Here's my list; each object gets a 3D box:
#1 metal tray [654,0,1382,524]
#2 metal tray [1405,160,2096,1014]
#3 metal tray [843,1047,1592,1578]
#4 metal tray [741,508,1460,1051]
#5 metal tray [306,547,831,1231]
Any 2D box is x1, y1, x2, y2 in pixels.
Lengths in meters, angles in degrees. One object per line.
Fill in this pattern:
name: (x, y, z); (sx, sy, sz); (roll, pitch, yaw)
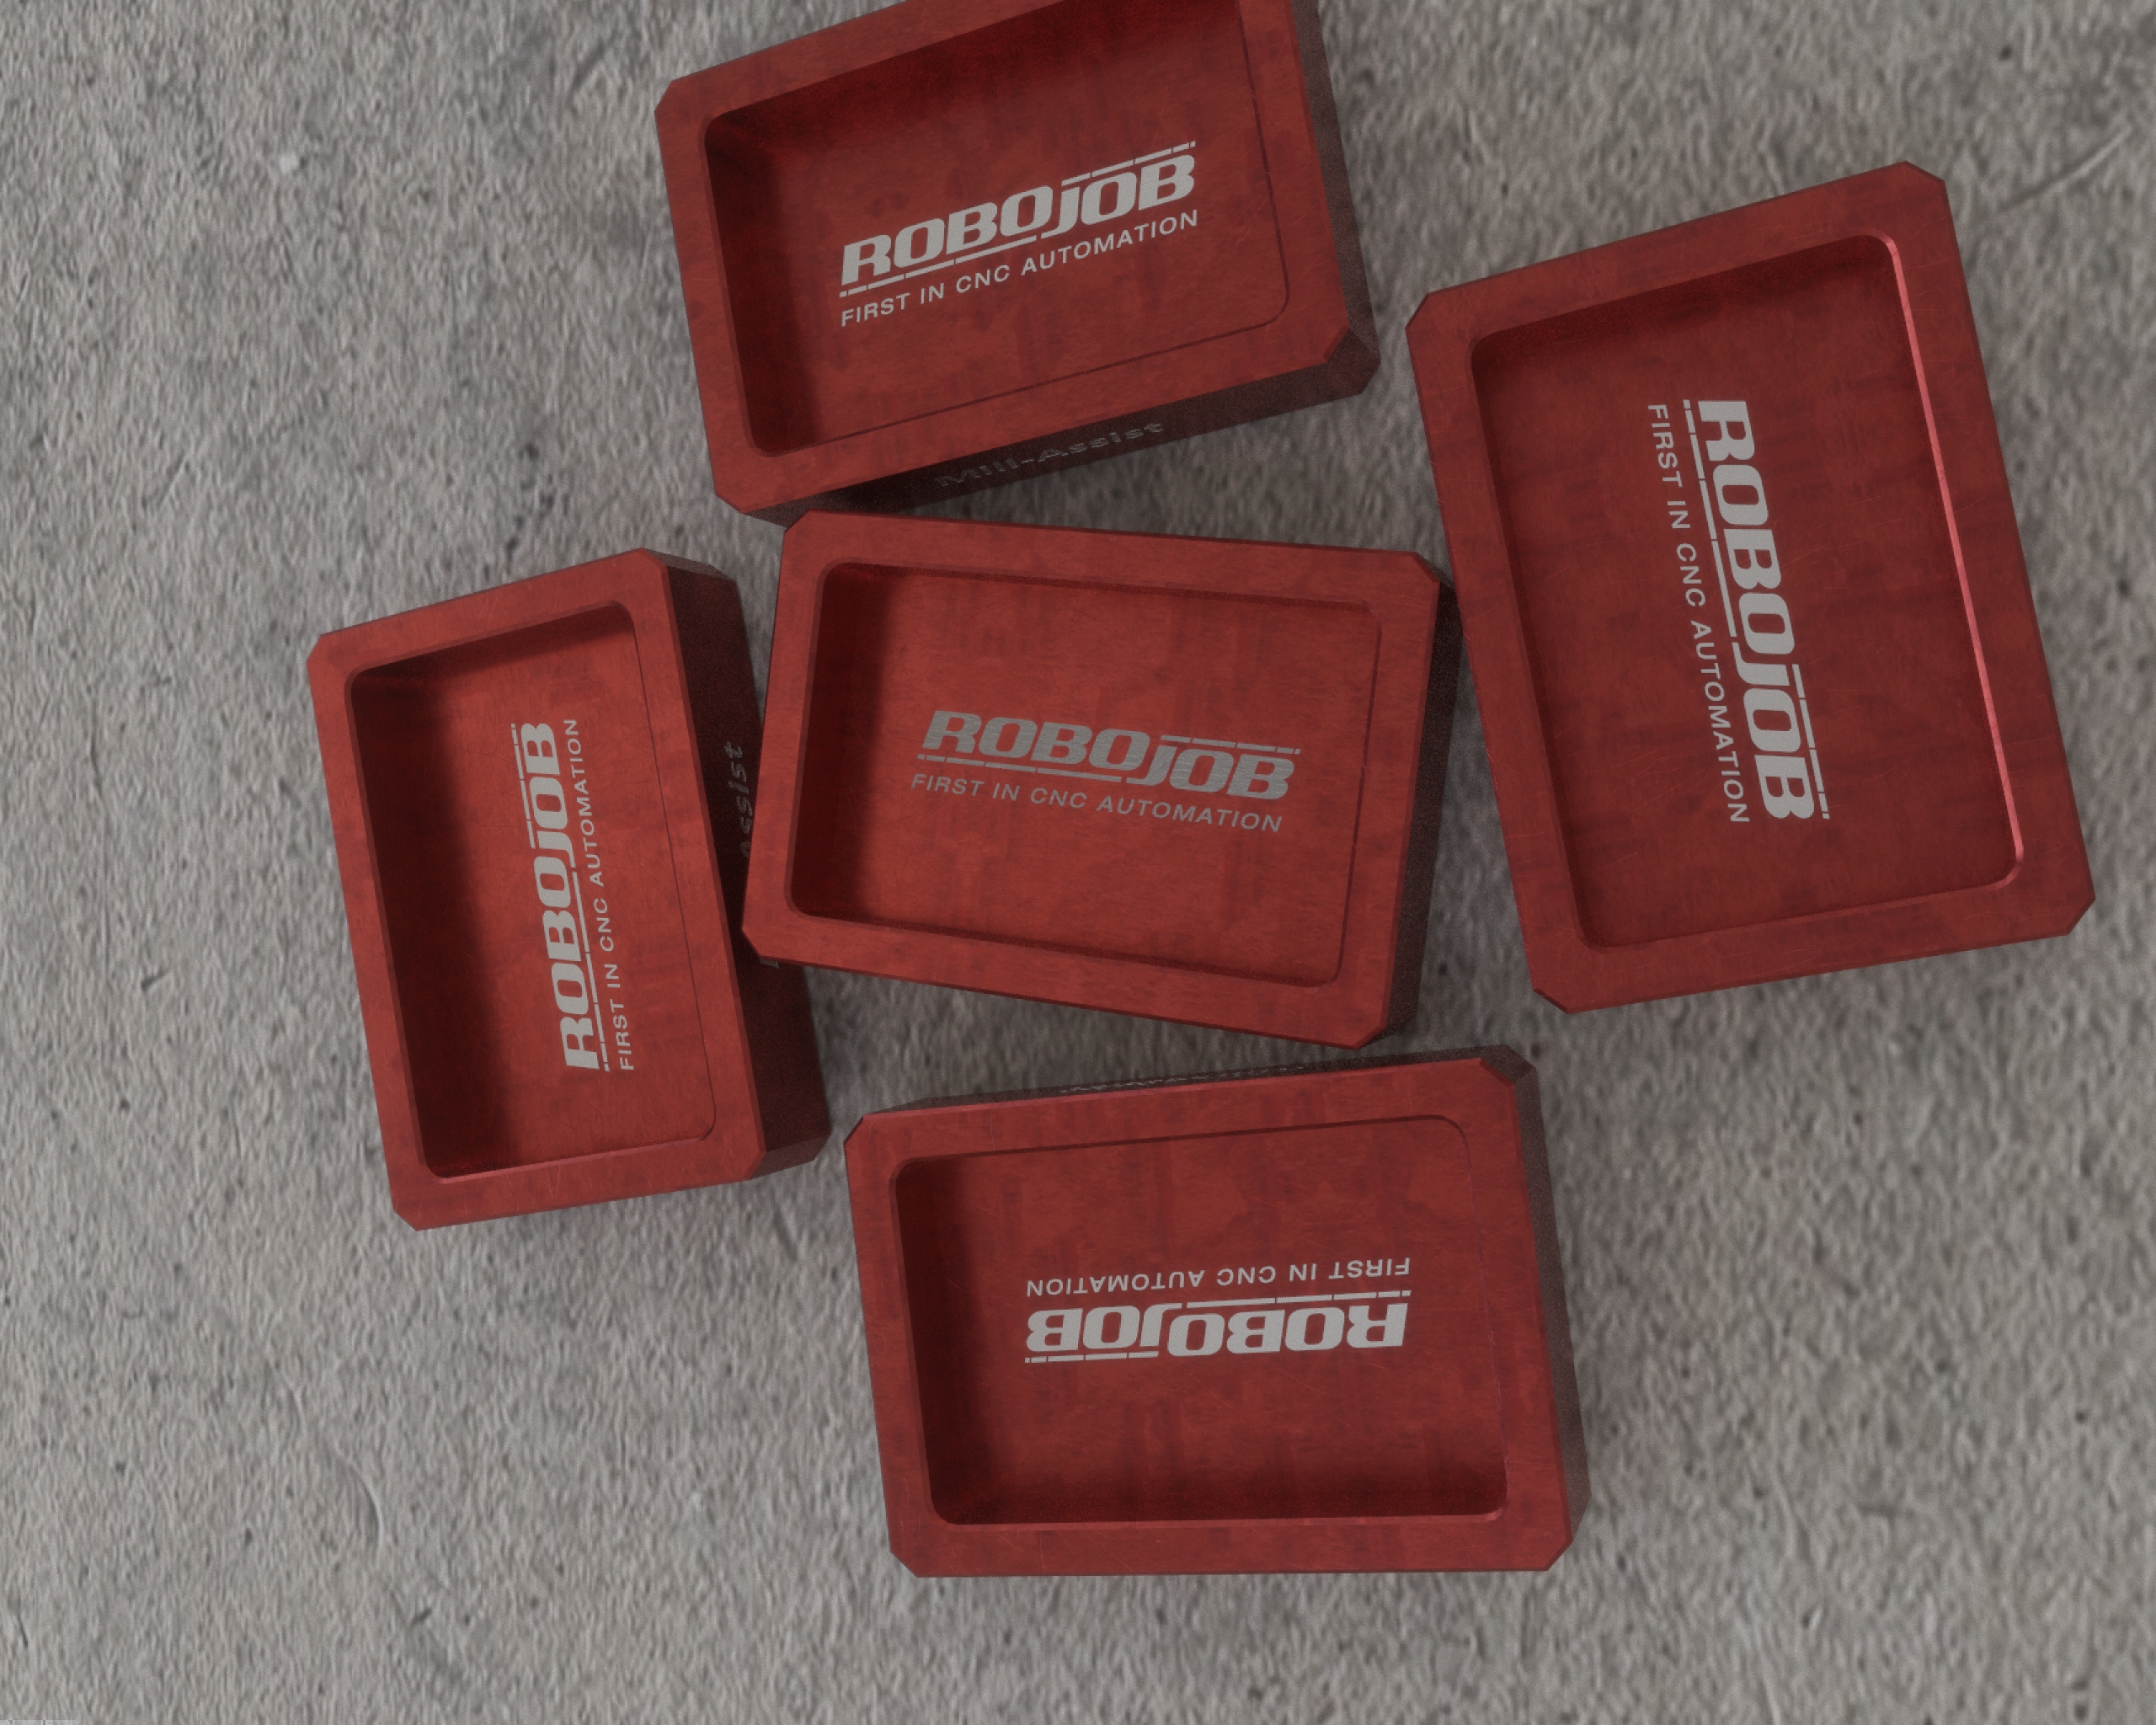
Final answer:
metal tray: (-0.014, -0.124, 0.410); (0.130, 0.030, 0.089); (-11, 86, 19)
metal tray: (0.115, -0.045, 0.365); (0.090, 0.030, 0.129); (-11, 86, 19)
metal tray: (0.025, 0.086, 0.397); (0.130, 0.030, 0.089); (-8, 88, 19)
metal tray: (0.003, -0.018, 0.404); (0.130, 0.030, 0.089); (7, 93, 19)
metal tray: (-0.109, 0.007, 0.444); (0.090, 0.030, 0.129); (-11, 86, 19)
